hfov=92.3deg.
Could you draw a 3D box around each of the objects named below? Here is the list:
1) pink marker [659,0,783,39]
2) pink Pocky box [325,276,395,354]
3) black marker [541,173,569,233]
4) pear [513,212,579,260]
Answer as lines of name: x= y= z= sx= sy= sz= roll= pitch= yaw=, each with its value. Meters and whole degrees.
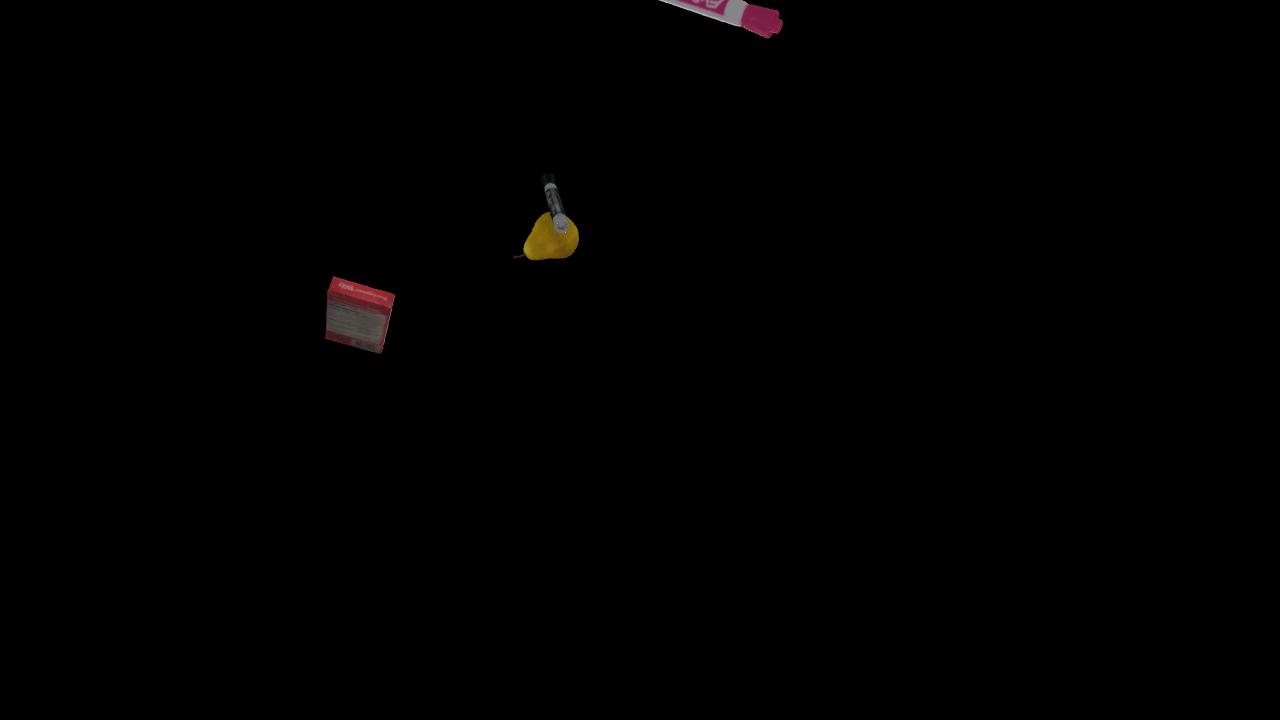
pink marker: x=0.050 y=-0.268 z=0.460 sx=0.121 sy=0.020 sz=0.020 roll=28 pitch=8 yaw=15
pink Pocky box: x=-0.414 y=-0.062 z=0.905 sx=0.084 sy=0.029 sz=0.155 roll=16 pitch=-30 yaw=-20
black marker: x=-0.109 y=-0.202 z=0.780 sx=0.020 sy=0.020 sz=0.121 roll=0 pitch=44 yaw=-20
pear: x=-0.155 y=-0.192 z=1.018 sx=0.111 sy=0.080 sz=0.080 roll=-46 pitch=18 yaw=-19
